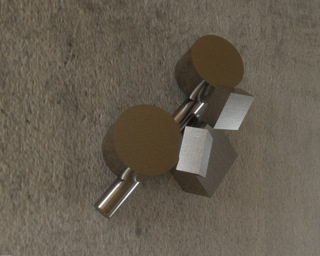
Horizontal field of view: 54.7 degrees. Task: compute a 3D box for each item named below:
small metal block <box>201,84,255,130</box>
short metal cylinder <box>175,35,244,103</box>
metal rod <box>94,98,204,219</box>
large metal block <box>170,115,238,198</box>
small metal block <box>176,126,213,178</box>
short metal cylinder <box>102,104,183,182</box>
[{"bbox_3d":[0.088,-0.026,0.401,0.050,0.025,0.050,3,119,-40],"label":"small metal block"},{"bbox_3d":[0.068,-0.081,0.430,0.081,0.050,0.080,8,69,-21],"label":"short metal cylinder"},{"bbox_3d":[0.021,-0.003,0.425,0.301,0.025,0.025,-49,119,-29],"label":"metal rod"},{"bbox_3d":[0.055,0.037,0.436,0.080,0.050,0.080,-49,119,-29],"label":"large metal block"},{"bbox_3d":[0.042,0.029,0.363,0.050,0.025,0.050,40,62,-69],"label":"small metal block"},{"bbox_3d":[-0.021,0.019,0.356,0.081,0.050,0.080,8,69,-21],"label":"short metal cylinder"}]
